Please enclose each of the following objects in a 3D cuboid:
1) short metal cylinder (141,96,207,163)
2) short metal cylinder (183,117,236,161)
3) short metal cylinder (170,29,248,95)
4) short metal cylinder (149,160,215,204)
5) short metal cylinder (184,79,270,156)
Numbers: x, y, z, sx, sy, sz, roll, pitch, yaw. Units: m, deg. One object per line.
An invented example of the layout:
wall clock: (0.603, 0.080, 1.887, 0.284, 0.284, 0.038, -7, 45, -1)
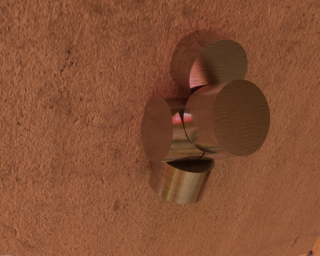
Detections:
short metal cylinder: (0.017, 0.002, 0.385, 0.050, 0.080, 0.079, 1, 118, -29)
short metal cylinder: (0.063, 0.003, 0.410, 0.050, 0.080, 0.079, 1, 118, -28)
short metal cylinder: (0.059, -0.075, 0.381, 0.081, 0.050, 0.079, -14, 125, -21)
short metal cylinder: (0.029, 0.059, 0.427, 0.081, 0.080, 0.050, 0, 118, -29)
short metal cylinder: (0.074, -0.010, 0.342, 0.081, 0.050, 0.079, 0, 90, -29)
